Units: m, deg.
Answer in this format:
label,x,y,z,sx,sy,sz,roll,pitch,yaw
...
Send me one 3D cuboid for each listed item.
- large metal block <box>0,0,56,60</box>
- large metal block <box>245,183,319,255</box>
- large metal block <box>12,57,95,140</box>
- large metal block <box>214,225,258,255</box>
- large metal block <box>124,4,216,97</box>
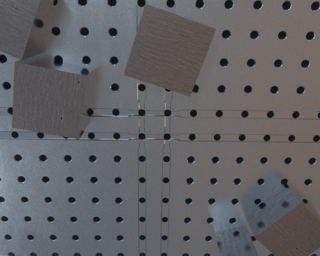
label,x,y,z,sx,sy,sz,roll,pitch,yaw
large metal block,-0.173,-0.133,0.348,0.080,0.050,0.079,23,108,-9
large metal block,0.189,0.144,0.456,0.080,0.050,0.080,42,104,-14
large metal block,-0.130,-0.038,0.384,0.081,0.050,0.079,11,110,-5
large metal block,0.123,0.208,0.463,0.050,0.080,0.080,-17,110,6
large metal block,0.010,-0.092,0.366,0.080,0.050,0.079,18,109,-7
